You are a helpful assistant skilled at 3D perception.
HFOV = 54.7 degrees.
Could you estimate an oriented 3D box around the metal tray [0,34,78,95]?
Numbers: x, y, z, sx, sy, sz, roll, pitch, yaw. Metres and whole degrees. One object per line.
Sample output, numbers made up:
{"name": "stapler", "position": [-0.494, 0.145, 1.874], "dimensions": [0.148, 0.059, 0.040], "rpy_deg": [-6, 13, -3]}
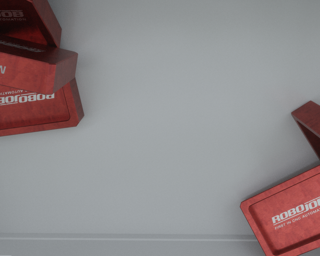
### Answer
{"name": "metal tray", "position": [-0.160, -0.072, 0.315], "dimensions": [0.131, 0.090, 0.030], "rpy_deg": [12, 110, -5]}

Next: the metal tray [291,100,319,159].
{"name": "metal tray", "position": [0.225, 0.034, 0.390], "dimensions": [0.030, 0.090, 0.130], "rpy_deg": [-35, 107, 12]}

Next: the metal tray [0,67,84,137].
{"name": "metal tray", "position": [-0.172, -0.040, 0.391], "dimensions": [0.131, 0.030, 0.089], "rpy_deg": [-8, 110, 2]}

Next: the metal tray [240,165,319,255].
{"name": "metal tray", "position": [0.188, 0.115, 0.418], "dimensions": [0.130, 0.030, 0.090], "rpy_deg": [-32, 71, 19]}

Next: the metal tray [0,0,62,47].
{"name": "metal tray", "position": [-0.184, -0.118, 0.331], "dimensions": [0.131, 0.090, 0.030], "rpy_deg": [-1, 72, 0]}
